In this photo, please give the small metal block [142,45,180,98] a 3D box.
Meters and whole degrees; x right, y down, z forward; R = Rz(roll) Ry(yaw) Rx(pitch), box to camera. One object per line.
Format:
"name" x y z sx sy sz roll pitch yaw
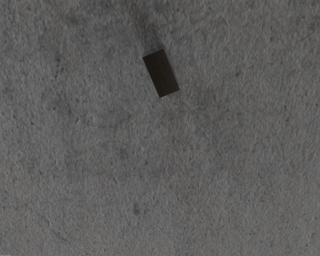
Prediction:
"small metal block" 0.002 -0.069 0.371 0.025 0.050 0.050 -21 109 8
